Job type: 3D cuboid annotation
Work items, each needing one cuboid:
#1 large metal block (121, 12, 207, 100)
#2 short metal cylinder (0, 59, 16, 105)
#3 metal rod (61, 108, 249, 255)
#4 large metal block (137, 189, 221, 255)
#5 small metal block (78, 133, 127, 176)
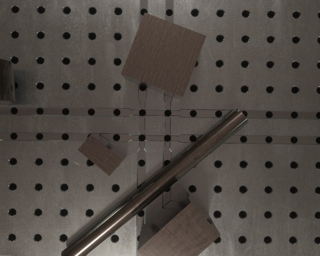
[{"bbox_3d":[0.005,-0.089,0.401,0.080,0.050,0.080,21,90,-1],"label":"large metal block"},{"bbox_3d":[-0.224,-0.055,0.383,0.081,0.080,0.050,-4,90,-1],"label":"short metal cylinder"},{"bbox_3d":[-0.006,0.079,0.413,0.300,0.025,0.025,-39,91,-1],"label":"metal rod"},{"bbox_3d":[0.021,0.128,0.386,0.080,0.080,0.050,-42,91,0],"label":"large metal block"},{"bbox_3d":[-0.073,0.033,0.400,0.050,0.050,0.025,40,90,-1],"label":"small metal block"}]
